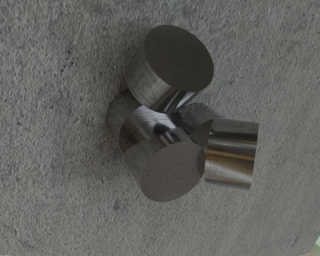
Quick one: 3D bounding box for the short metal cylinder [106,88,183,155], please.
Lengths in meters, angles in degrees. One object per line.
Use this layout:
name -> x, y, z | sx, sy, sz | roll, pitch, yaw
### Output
short metal cylinder -> -0.020, -0.006, 0.379 | 0.081, 0.050, 0.079 | -14, 125, -21

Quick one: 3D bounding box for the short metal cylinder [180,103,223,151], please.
short metal cylinder -> 0.055, 0.011, 0.430 | 0.081, 0.050, 0.079 | -14, 125, -21

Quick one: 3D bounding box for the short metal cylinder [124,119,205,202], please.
short metal cylinder -> 0.005, 0.037, 0.354 | 0.081, 0.050, 0.079 | -14, 125, -21

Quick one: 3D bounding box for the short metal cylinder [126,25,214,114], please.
short metal cylinder -> 0.010, -0.062, 0.333 | 0.081, 0.080, 0.050 | 0, 157, -29

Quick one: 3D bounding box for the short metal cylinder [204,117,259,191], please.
short metal cylinder -> 0.085, 0.030, 0.366 | 0.050, 0.080, 0.079 | 8, 124, 16
